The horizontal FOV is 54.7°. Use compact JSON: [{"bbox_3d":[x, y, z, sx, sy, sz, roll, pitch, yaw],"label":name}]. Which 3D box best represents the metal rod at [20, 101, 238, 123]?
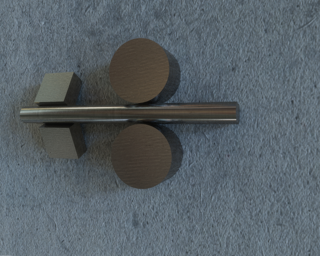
[{"bbox_3d":[-0.054,-0.019,0.403,0.301,0.025,0.025,0,90,20],"label":"metal rod"}]

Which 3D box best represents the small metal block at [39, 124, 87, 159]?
[{"bbox_3d":[-0.139,0.016,0.449,0.050,0.025,0.050,1,117,19],"label":"small metal block"}]

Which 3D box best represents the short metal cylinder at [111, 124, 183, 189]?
[{"bbox_3d":[-0.015,0.035,0.402,0.080,0.050,0.079,0,90,20],"label":"short metal cylinder"}]

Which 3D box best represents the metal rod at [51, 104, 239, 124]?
[{"bbox_3d":[-0.046,-0.018,0.426,0.301,0.025,0.025,0,90,19],"label":"metal rod"}]

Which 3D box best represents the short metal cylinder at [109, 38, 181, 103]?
[{"bbox_3d":[-0.018,-0.071,0.403,0.080,0.050,0.079,0,90,20],"label":"short metal cylinder"}]

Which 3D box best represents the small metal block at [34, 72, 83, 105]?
[{"bbox_3d":[-0.147,-0.053,0.452,0.050,0.025,0.050,0,63,20],"label":"small metal block"}]
